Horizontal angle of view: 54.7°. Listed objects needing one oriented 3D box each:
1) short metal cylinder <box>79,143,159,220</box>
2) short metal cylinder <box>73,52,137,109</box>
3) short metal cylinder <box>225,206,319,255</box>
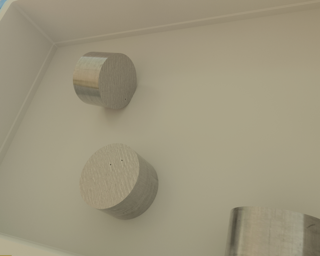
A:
[{"bbox_3d":[-0.049,0.065,0.376,0.080,0.050,0.080,-13,56,21],"label":"short metal cylinder"},{"bbox_3d":[-0.079,-0.071,0.456,0.050,0.080,0.080,12,68,33],"label":"short metal cylinder"},{"bbox_3d":[0.096,0.102,0.257,0.080,0.080,0.050,0,62,28],"label":"short metal cylinder"}]
